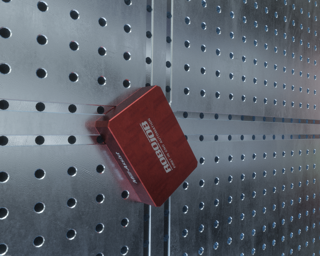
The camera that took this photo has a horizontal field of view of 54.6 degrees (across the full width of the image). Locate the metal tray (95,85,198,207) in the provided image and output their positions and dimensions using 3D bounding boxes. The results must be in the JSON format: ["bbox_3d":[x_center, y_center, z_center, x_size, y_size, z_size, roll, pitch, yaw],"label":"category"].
[{"bbox_3d":[-0.011,0.023,0.395,0.090,0.030,0.130,-42,115,-32],"label":"metal tray"}]
